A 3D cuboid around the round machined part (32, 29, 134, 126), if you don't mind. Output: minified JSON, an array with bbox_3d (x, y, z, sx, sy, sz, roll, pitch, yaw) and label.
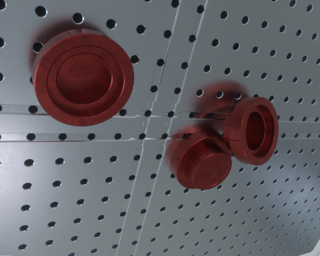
[{"bbox_3d":[-0.080,-0.054,0.323,0.099,0.042,0.097,-14,124,-21],"label":"round machined part"}]

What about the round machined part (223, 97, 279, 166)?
[{"bbox_3d":[0.130,0.004,0.455,0.099,0.042,0.097,-3,94,-41],"label":"round machined part"}]

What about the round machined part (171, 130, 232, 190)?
[{"bbox_3d":[0.069,0.055,0.471,0.099,0.042,0.097,-14,124,-21],"label":"round machined part"}]
